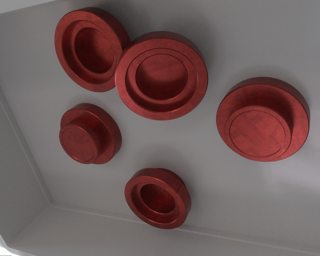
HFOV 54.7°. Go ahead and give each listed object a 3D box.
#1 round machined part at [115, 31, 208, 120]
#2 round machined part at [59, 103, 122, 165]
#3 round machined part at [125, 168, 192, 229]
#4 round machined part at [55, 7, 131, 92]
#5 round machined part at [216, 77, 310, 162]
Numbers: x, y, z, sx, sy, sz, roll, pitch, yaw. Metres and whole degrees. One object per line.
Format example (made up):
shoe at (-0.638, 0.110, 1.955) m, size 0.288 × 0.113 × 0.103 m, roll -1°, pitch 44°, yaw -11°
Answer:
round machined part at (0.002, -0.060, 0.344) m, size 0.099 × 0.042 × 0.097 m, roll 0°, pitch 125°, yaw 1°
round machined part at (-0.111, 0.015, 0.466) m, size 0.098 × 0.042 × 0.097 m, roll 13°, pitch 124°, yaw 21°
round machined part at (0.001, 0.098, 0.458) m, size 0.098 × 0.042 × 0.097 m, roll 13°, pitch 124°, yaw 21°
round machined part at (-0.075, -0.096, 0.378) m, size 0.098 × 0.042 × 0.097 m, roll 13°, pitch 124°, yaw 21°
round machined part at (0.109, -0.003, 0.339) m, size 0.098 × 0.042 × 0.097 m, roll 13°, pitch 124°, yaw 21°
